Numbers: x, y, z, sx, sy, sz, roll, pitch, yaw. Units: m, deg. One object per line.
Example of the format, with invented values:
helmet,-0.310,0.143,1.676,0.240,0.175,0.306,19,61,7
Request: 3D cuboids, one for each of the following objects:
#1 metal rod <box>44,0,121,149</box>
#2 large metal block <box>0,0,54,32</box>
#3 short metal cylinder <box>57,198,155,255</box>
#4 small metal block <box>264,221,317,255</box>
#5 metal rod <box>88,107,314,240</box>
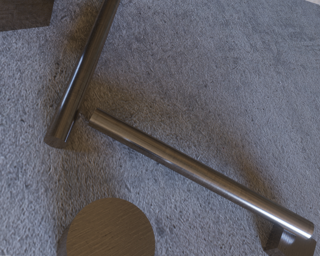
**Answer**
metal rod,-0.092,-0.106,0.418,0.025,0.025,0.300,21,54,-16
large metal block,-0.192,-0.172,0.389,0.081,0.050,0.080,-22,74,-36
short metal cylinder,-0.051,0.112,0.292,0.081,0.050,0.080,14,56,-21
small metal block,0.169,0.153,0.401,0.050,0.025,0.050,42,51,0
metal rod,0.053,0.058,0.379,0.301,0.025,0.025,28,52,-4
